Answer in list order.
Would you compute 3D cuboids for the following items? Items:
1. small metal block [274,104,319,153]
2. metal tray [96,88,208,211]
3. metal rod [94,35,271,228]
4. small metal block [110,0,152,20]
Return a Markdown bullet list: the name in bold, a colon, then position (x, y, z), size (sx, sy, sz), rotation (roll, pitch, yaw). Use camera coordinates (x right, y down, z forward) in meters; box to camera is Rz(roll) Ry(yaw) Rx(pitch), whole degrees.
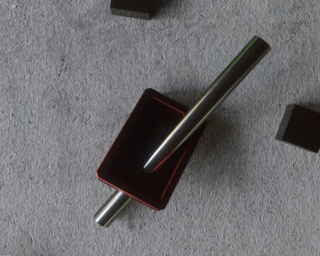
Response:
- **small metal block**: position (0.189, 0.001, 0.413), size (0.050, 0.025, 0.050), rotation (20, 90, -1)
- **metal tray**: position (-0.008, 0.026, 0.388), size (0.090, 0.030, 0.130), rotation (29, 72, -1)
- **metal rod**: position (0.021, 0.012, 0.383), size (0.025, 0.025, 0.299), rotation (41, 100, -1)
- **small metal block**: position (-0.036, -0.175, 0.409), size (0.050, 0.025, 0.050), rotation (9, 90, -1)
